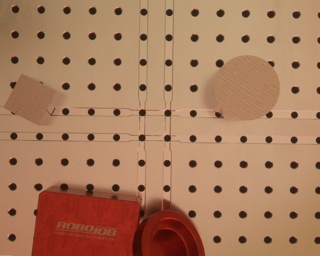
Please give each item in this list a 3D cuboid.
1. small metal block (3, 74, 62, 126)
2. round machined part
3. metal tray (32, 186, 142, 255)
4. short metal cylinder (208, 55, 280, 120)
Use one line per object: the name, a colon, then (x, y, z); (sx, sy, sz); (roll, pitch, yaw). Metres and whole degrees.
small metal block: (-0.168, -0.037, 0.411); (0.050, 0.025, 0.050); (27, 90, -1)
round machined part: (0.006, 0.157, 0.387); (0.098, 0.099, 0.042); (49, 129, 0)
metal tray: (-0.094, 0.132, 0.410); (0.131, 0.030, 0.089); (7, 90, -1)
short metal cylinder: (0.106, -0.049, 0.402); (0.081, 0.050, 0.079); (0, 90, -1)
